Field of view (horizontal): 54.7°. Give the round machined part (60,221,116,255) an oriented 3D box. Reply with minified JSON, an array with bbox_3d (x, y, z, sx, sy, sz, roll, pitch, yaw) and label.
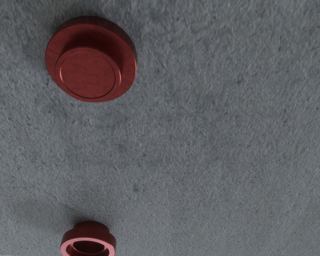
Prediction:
[{"bbox_3d":[-0.130,0.208,0.572,0.099,0.042,0.097,-1,130,0],"label":"round machined part"}]

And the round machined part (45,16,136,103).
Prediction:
[{"bbox_3d":[-0.075,-0.067,0.338,0.099,0.042,0.097,-1,130,0],"label":"round machined part"}]
